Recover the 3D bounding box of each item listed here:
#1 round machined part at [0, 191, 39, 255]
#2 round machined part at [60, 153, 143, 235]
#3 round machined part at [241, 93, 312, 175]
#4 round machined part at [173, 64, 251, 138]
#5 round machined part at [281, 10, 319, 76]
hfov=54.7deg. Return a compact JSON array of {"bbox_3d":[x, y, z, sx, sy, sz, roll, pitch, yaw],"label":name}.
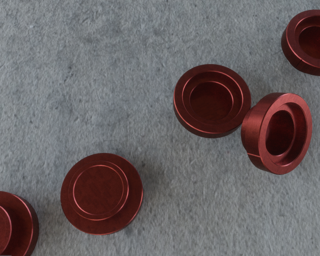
[{"bbox_3d":[-0.195,0.121,0.353,0.099,0.042,0.098,0,70,-1],"label":"round machined part"},{"bbox_3d":[-0.070,0.077,0.370,0.099,0.042,0.098,0,70,-1],"label":"round machined part"},{"bbox_3d":[0.139,0.005,0.381,0.099,0.042,0.097,-6,101,-31],"label":"round machined part"},{"bbox_3d":[0.066,-0.032,0.412,0.099,0.042,0.098,0,70,-1],"label":"round machined part"},{"bbox_3d":[0.223,-0.117,0.445,0.099,0.042,0.098,0,70,-1],"label":"round machined part"}]
